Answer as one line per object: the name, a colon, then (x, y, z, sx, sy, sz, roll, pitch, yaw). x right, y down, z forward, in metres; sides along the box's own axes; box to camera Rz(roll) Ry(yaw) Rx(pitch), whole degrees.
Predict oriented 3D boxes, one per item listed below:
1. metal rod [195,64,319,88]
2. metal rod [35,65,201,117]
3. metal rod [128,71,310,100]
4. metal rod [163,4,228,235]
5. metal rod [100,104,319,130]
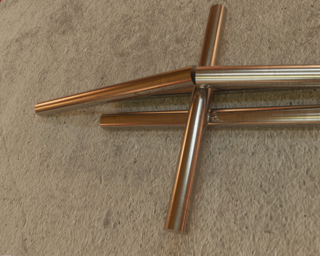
metal rod: (0.186, -0.052, 0.307, 0.301, 0.025, 0.025, 2, 62, 17)
metal rod: (-0.080, -0.046, 0.442, 0.300, 0.025, 0.025, -7, 58, 35)
metal rod: (0.066, -0.055, 0.403, 0.300, 0.025, 0.025, -1, 62, 27)
metal rod: (0.048, -0.030, 0.365, 0.025, 0.025, 0.300, 0, 61, 28)
metal rod: (0.054, -0.011, 0.382, 0.300, 0.025, 0.025, -1, 62, 27)
